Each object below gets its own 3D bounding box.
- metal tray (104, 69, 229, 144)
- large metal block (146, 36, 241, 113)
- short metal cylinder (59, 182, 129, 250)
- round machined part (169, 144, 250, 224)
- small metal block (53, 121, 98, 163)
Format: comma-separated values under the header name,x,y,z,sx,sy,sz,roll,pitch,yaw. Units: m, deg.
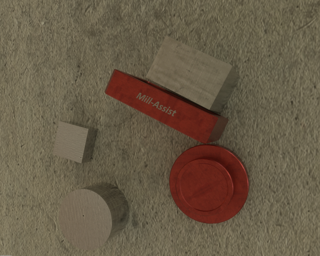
name,x,y,z,sx,sy,sz,roll,pitch,yaw
metal tray,0.011,-0.026,0.370,0.130,0.090,0.030,27,99,18
large metal block,0.042,-0.060,0.365,0.080,0.080,0.050,29,100,17
short metal cylinder,-0.090,0.119,0.427,0.080,0.050,0.080,0,90,20
round machined part,0.058,0.069,0.380,0.098,0.042,0.097,0,90,20
small metal block,-0.124,0.020,0.453,0.050,0.025,0.050,14,95,19
